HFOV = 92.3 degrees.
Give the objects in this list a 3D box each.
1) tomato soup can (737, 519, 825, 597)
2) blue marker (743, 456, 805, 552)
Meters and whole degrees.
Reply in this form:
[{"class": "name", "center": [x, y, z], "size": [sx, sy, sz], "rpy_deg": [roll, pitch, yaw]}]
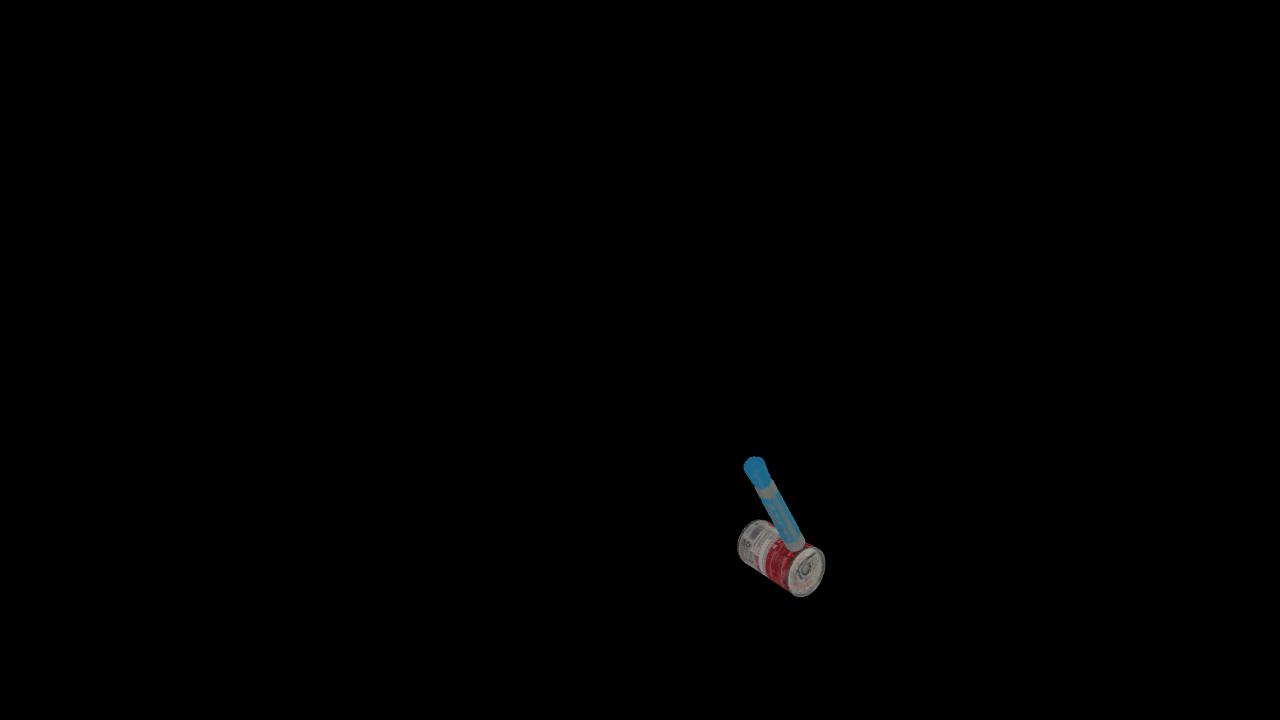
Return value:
[{"class": "tomato soup can", "center": [0.187, 0.264, 0.826], "size": [0.068, 0.068, 0.101], "rpy_deg": [0, 8, -31]}, {"class": "blue marker", "center": [0.118, 0.126, 0.538], "size": [0.020, 0.121, 0.020], "rpy_deg": [-21, 34, 15]}]
